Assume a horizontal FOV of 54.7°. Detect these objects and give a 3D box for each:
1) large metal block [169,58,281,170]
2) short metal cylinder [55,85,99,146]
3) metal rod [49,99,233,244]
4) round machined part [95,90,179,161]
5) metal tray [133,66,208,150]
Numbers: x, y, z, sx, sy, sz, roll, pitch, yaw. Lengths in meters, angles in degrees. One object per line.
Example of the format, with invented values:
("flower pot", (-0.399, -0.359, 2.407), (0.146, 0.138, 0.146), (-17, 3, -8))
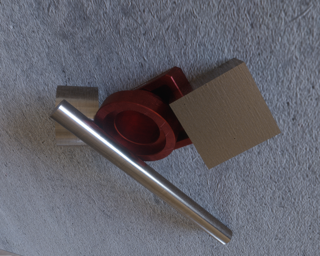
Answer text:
("large metal block", (0.065, -0.017, 0.325), (0.080, 0.050, 0.080), (-29, 104, 10))
("short metal cylinder", (-0.109, -0.015, 0.410), (0.050, 0.080, 0.079), (1, 126, -14))
("metal rod", (-0.008, 0.069, 0.397), (0.300, 0.025, 0.025), (41, 131, -23))
("round machined part", (-0.024, -0.007, 0.373), (0.098, 0.042, 0.097), (11, 137, 11))
("metal tray", (-0.009, -0.012, 0.401), (0.130, 0.030, 0.090), (-22, 107, 36))
